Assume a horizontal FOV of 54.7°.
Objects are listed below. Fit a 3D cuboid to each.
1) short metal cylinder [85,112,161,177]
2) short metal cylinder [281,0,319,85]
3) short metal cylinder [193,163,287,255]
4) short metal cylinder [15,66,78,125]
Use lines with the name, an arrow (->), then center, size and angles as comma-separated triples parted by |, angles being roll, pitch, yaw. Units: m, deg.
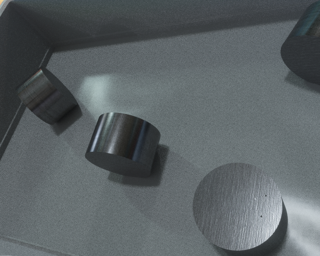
short metal cylinder -> -0.044, 0.023, 0.378 | 0.080, 0.080, 0.050 | 1, 63, 28
short metal cylinder -> 0.179, -0.089, 0.331 | 0.080, 0.080, 0.050 | 27, 77, 37
short metal cylinder -> 0.078, 0.080, 0.299 | 0.080, 0.050, 0.080 | -13, 56, 20
short metal cylinder -> -0.179, -0.051, 0.493 | 0.050, 0.080, 0.080 | -41, 51, 1
